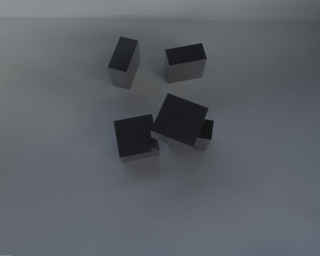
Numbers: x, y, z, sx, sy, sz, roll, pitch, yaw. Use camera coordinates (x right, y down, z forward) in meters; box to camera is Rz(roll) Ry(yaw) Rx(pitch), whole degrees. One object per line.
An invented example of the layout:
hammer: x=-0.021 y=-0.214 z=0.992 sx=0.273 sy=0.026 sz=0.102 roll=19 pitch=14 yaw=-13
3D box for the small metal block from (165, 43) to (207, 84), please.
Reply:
small metal block: x=0.034 y=-0.088 z=0.429 sx=0.050 sy=0.050 sz=0.025 roll=-11 pitch=71 yaw=-5

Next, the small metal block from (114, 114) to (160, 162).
small metal block: x=-0.030 y=0.013 z=0.404 sx=0.050 sy=0.025 sz=0.050 roll=-11 pitch=71 yaw=-4

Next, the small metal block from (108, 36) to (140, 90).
small metal block: x=-0.048 y=-0.089 z=0.428 sx=0.025 sy=0.050 sz=0.050 roll=15 pitch=71 yaw=5

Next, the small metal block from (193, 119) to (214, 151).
small metal block: x=0.038 y=0.007 z=0.394 sx=0.050 sy=0.050 sz=0.025 roll=9 pitch=71 yaw=3

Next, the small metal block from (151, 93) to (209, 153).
small metal block: x=0.023 y=-0.006 z=0.359 sx=0.050 sy=0.025 sz=0.050 roll=22 pitch=71 yaw=7
